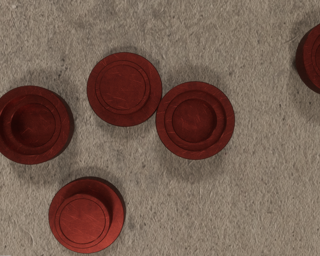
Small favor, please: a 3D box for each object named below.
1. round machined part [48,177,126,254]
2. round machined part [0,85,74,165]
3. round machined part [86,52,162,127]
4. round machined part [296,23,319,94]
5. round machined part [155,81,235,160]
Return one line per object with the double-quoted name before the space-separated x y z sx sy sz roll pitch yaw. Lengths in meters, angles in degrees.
"round machined part" -0.096 0.114 0.400 0.099 0.042 0.097 0 90 -1
"round machined part" -0.160 -0.004 0.399 0.099 0.042 0.097 0 90 -1
"round machined part" -0.046 -0.050 0.401 0.099 0.042 0.097 0 90 -1
"round machined part" 0.226 -0.089 0.404 0.099 0.042 0.097 0 90 -1
"round machined part" 0.044 -0.009 0.402 0.099 0.042 0.097 0 90 -1
